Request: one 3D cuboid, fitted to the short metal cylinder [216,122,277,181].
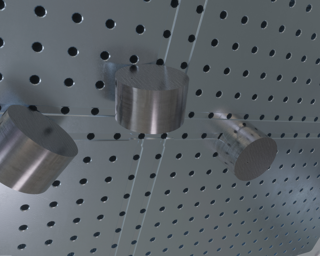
[{"bbox_3d":[0.137,0.037,0.492,0.081,0.050,0.079,-14,124,-21],"label":"short metal cylinder"}]

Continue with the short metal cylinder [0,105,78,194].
[{"bbox_3d":[-0.133,0.021,0.316,0.050,0.080,0.080,-49,129,7],"label":"short metal cylinder"}]

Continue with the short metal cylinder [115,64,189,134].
[{"bbox_3d":[-0.010,-0.035,0.348,0.081,0.080,0.050,-10,123,-24],"label":"short metal cylinder"}]
